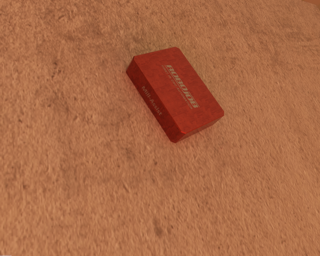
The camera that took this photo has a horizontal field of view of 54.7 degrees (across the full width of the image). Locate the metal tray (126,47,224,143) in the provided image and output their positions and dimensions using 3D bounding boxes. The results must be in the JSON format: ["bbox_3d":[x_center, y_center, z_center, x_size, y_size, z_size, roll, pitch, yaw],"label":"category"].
[{"bbox_3d":[0.022,-0.052,0.446,0.091,0.030,0.130,-24,75,-37],"label":"metal tray"}]
